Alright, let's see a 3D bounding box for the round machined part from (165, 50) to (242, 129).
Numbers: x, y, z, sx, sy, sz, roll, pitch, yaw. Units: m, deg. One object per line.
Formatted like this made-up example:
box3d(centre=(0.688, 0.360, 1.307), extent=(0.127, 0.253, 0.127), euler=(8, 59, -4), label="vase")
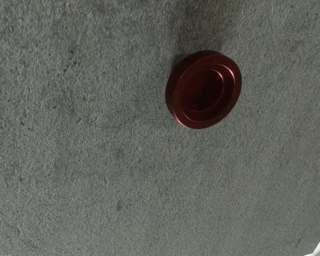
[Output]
box3d(centre=(0.050, -0.051, 0.391), extent=(0.099, 0.042, 0.097), euler=(-14, 124, -21), label="round machined part")
